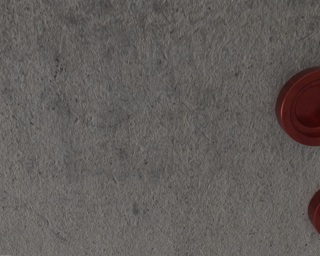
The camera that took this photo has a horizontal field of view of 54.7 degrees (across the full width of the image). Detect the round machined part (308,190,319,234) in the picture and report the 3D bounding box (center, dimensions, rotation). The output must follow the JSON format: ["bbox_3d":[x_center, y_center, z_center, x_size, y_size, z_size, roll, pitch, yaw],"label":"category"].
[{"bbox_3d":[0.274,0.127,0.450,0.099,0.042,0.097,0,110,0],"label":"round machined part"}]

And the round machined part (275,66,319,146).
[{"bbox_3d":[0.195,-0.030,0.391,0.099,0.042,0.097,0,110,0],"label":"round machined part"}]
